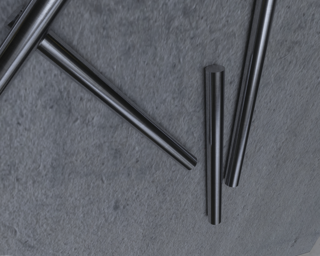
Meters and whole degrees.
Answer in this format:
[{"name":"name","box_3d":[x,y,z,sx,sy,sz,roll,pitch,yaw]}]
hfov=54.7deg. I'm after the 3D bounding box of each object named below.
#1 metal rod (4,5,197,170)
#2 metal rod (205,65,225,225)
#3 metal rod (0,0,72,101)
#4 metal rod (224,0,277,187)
[{"name":"metal rod","box_3d":[-0.042,-0.024,0.370,0.025,0.025,0.300,-46,130,4]},{"name":"metal rod","box_3d":[0.086,0.045,0.483,0.025,0.025,0.298,-19,126,-18]},{"name":"metal rod","box_3d":[-0.146,-0.042,0.276,0.025,0.025,0.299,30,109,-38]},{"name":"metal rod","box_3d":[0.128,-0.033,0.458,0.025,0.025,0.298,-12,124,-22]}]
